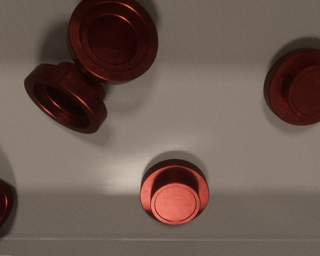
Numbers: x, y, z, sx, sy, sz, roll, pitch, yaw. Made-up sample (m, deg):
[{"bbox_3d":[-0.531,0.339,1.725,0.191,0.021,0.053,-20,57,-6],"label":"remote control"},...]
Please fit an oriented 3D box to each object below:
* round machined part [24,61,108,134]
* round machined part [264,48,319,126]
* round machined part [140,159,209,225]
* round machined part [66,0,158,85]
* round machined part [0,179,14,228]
[{"bbox_3d":[-0.105,-0.040,0.368,0.098,0.042,0.098,22,150,14],"label":"round machined part"},{"bbox_3d":[0.185,-0.048,0.387,0.099,0.042,0.097,0,110,-1],"label":"round machined part"},{"bbox_3d":[0.021,0.097,0.438,0.099,0.042,0.097,0,110,-1],"label":"round machined part"},{"bbox_3d":[-0.055,-0.097,0.351,0.099,0.042,0.097,1,87,-23],"label":"round machined part"},{"bbox_3d":[-0.256,0.106,0.418,0.042,0.099,0.097,21,113,29],"label":"round machined part"}]
